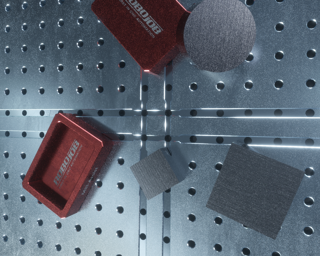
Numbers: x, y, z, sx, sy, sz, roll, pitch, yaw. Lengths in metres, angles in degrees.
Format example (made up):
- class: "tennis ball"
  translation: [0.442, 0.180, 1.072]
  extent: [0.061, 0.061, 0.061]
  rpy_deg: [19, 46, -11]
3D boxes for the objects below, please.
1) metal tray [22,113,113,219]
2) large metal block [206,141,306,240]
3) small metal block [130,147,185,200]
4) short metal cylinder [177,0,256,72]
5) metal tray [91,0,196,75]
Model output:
- class: "metal tray"
  translation: [-0.138, 0.054, 0.456]
  extent: [0.090, 0.030, 0.129]
  rpy_deg: [32, 100, 16]
- class: "large metal block"
  translation: [0.110, 0.068, 0.360]
  extent: [0.080, 0.050, 0.080]
  rpy_deg: [23, 97, 18]
- class: "small metal block"
  translation: [-0.004, 0.060, 0.413]
  extent: [0.050, 0.025, 0.050]
  rpy_deg: [-33, 80, 16]
- class: "short metal cylinder"
  translation: [0.063, -0.108, 0.359]
  extent: [0.081, 0.050, 0.079]
  rpy_deg: [-2, 108, -6]
- class: "metal tray"
  translation: [-0.021, -0.148, 0.416]
  extent: [0.090, 0.030, 0.130]
  rpy_deg: [-43, 77, 14]
